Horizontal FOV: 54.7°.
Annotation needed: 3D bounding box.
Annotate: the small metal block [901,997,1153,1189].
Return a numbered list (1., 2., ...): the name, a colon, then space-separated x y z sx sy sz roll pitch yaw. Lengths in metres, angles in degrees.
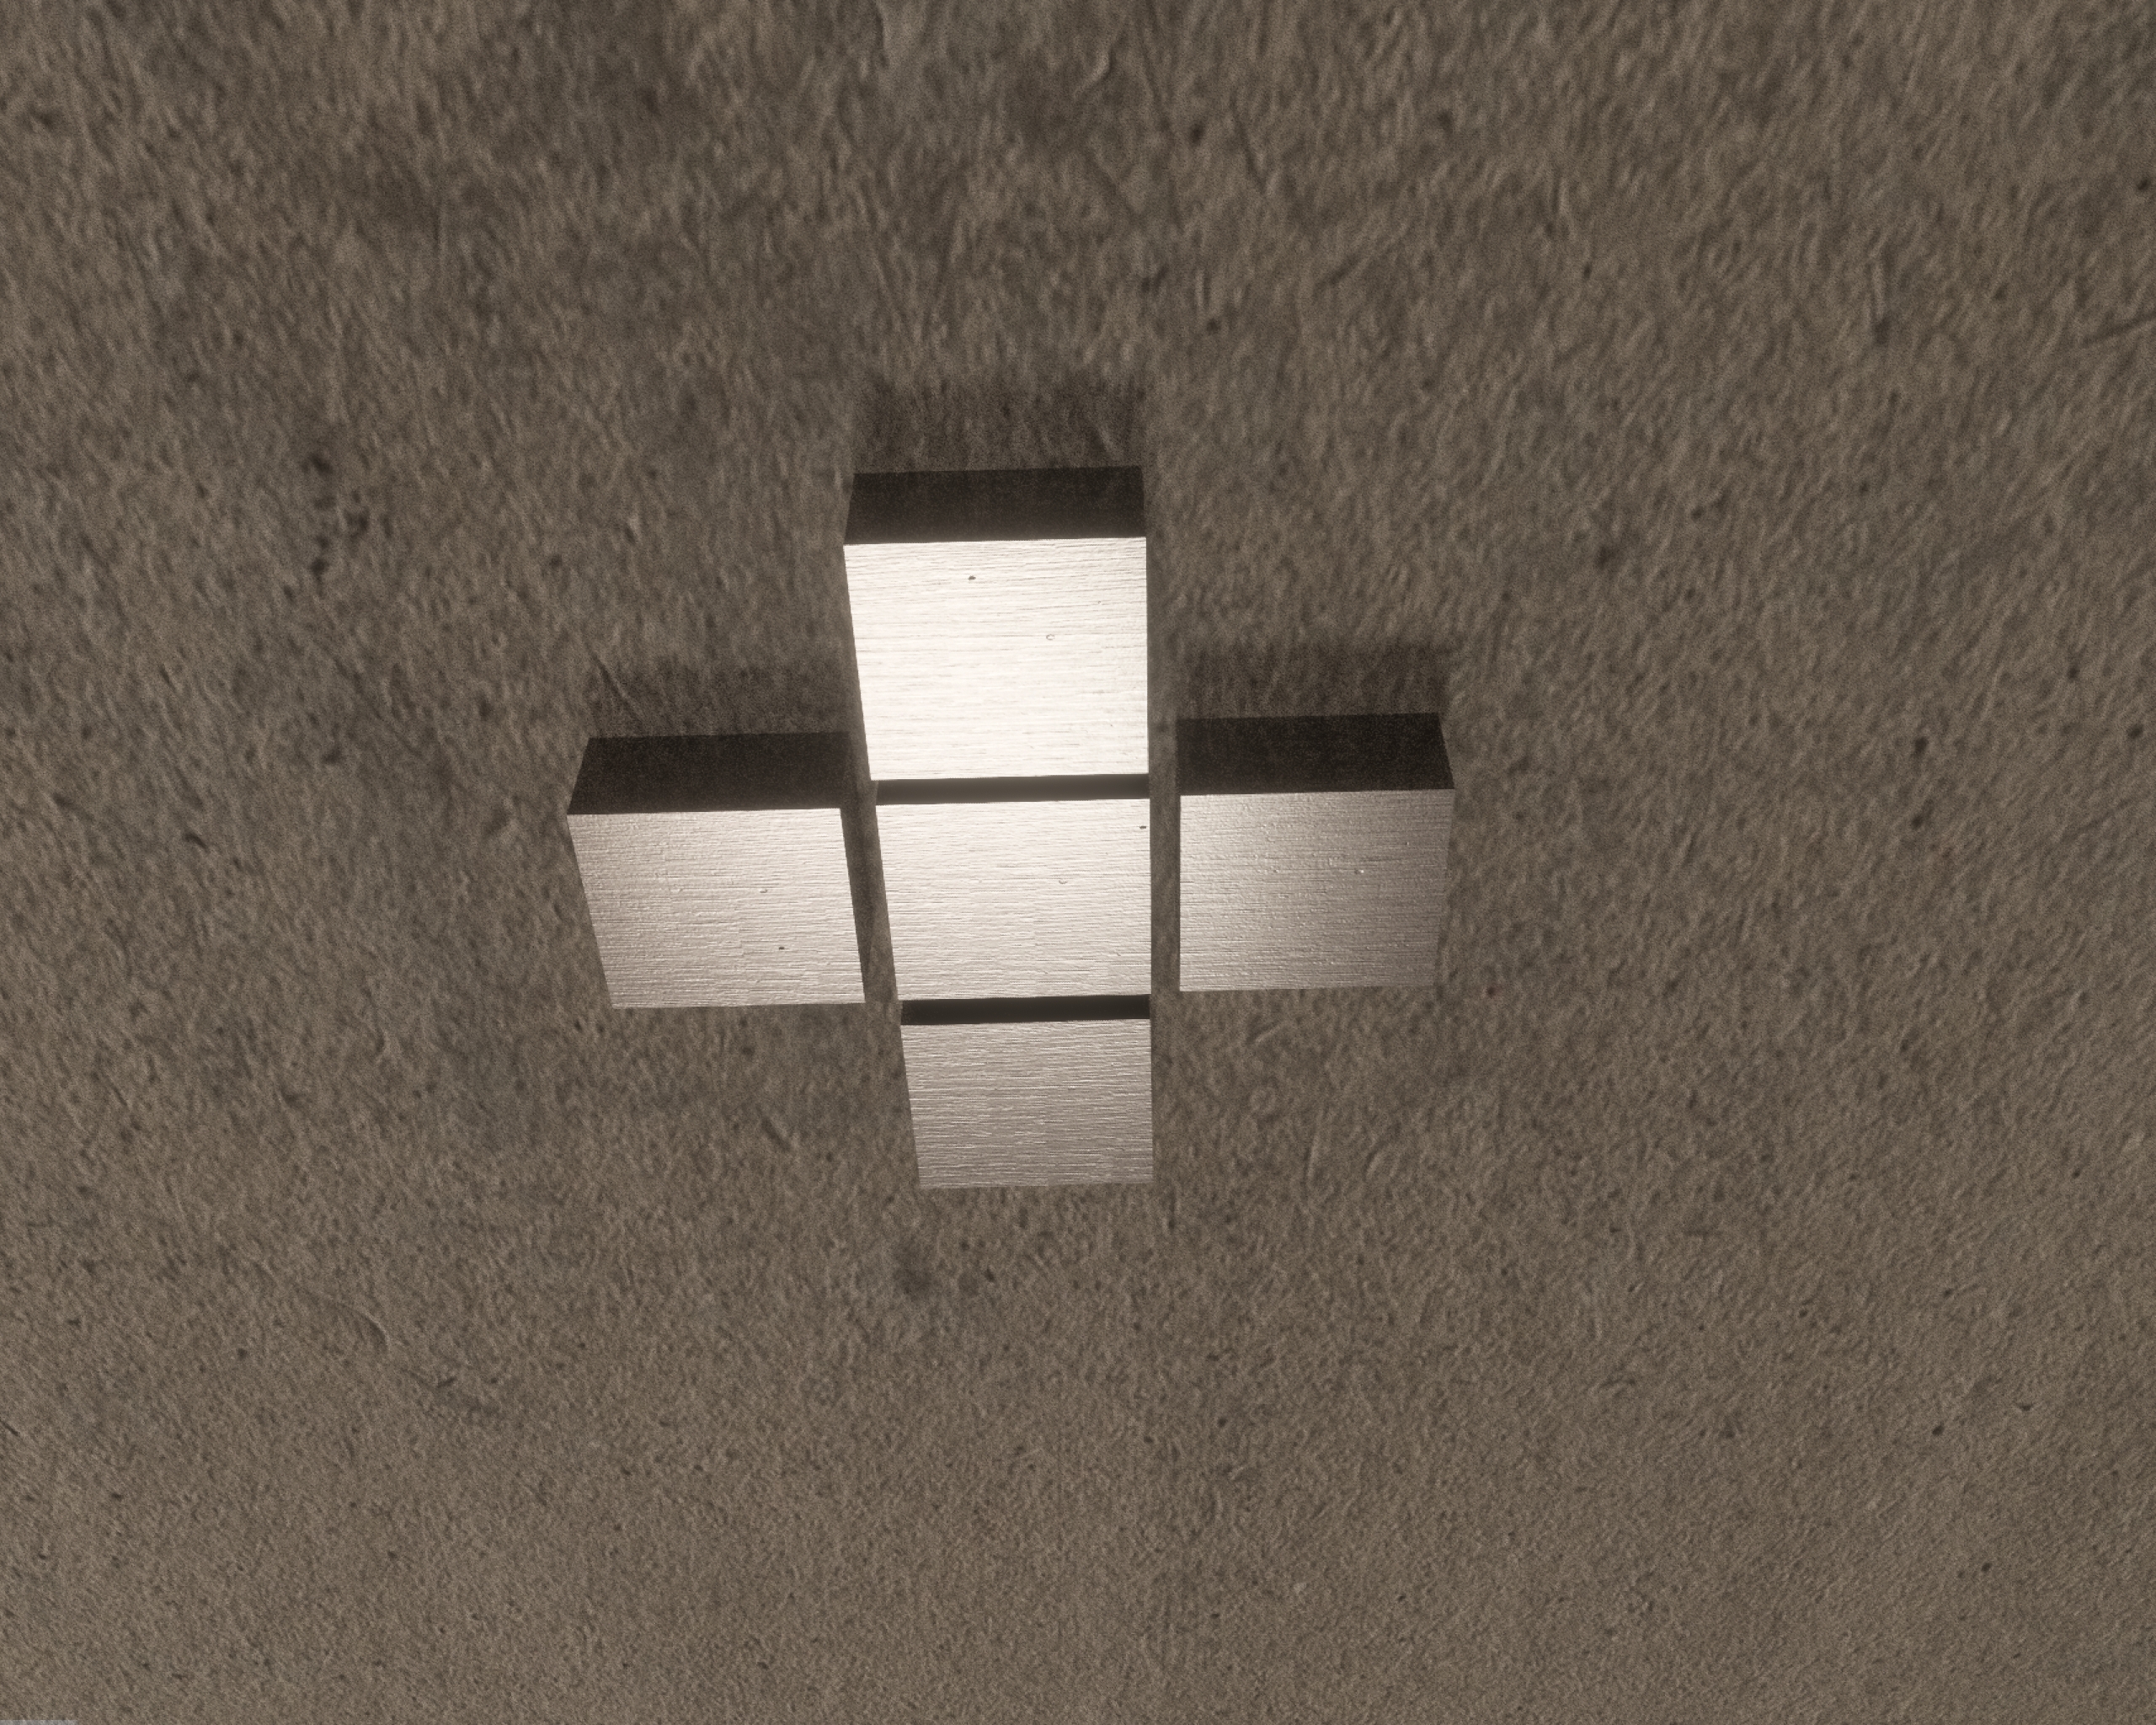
1. small metal block: -0.010 0.043 0.446 0.050 0.025 0.050 -2 130 1

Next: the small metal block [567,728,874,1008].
1. small metal block: -0.068 0.002 0.409 0.050 0.025 0.050 -1 130 0

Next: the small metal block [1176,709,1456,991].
1. small metal block: 0.045 -0.002 0.408 0.050 0.025 0.050 -1 130 0

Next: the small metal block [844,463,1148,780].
1. small metal block: -0.013 -0.043 0.372 0.050 0.025 0.050 -1 130 0

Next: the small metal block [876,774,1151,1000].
1. small metal block: -0.011 0.000 0.409 0.050 0.025 0.050 -1 130 0
